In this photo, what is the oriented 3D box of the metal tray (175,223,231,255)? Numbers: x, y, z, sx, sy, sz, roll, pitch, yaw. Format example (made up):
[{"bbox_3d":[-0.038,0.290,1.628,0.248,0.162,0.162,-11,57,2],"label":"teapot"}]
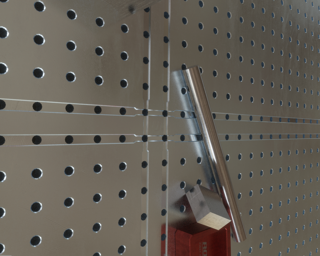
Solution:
[{"bbox_3d":[0.067,0.210,0.465,0.091,0.030,0.129,-3,92,-40],"label":"metal tray"}]

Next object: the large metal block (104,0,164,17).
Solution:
[{"bbox_3d":[-0.038,-0.177,0.343,0.080,0.080,0.050,27,73,-37],"label":"large metal block"}]

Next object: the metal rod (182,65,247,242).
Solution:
[{"bbox_3d":[0.089,0.049,0.486,0.025,0.025,0.298,-30,109,-36],"label":"metal rod"}]

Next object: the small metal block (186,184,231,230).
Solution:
[{"bbox_3d":[0.070,0.116,0.453,0.050,0.050,0.025,30,114,-36],"label":"small metal block"}]
